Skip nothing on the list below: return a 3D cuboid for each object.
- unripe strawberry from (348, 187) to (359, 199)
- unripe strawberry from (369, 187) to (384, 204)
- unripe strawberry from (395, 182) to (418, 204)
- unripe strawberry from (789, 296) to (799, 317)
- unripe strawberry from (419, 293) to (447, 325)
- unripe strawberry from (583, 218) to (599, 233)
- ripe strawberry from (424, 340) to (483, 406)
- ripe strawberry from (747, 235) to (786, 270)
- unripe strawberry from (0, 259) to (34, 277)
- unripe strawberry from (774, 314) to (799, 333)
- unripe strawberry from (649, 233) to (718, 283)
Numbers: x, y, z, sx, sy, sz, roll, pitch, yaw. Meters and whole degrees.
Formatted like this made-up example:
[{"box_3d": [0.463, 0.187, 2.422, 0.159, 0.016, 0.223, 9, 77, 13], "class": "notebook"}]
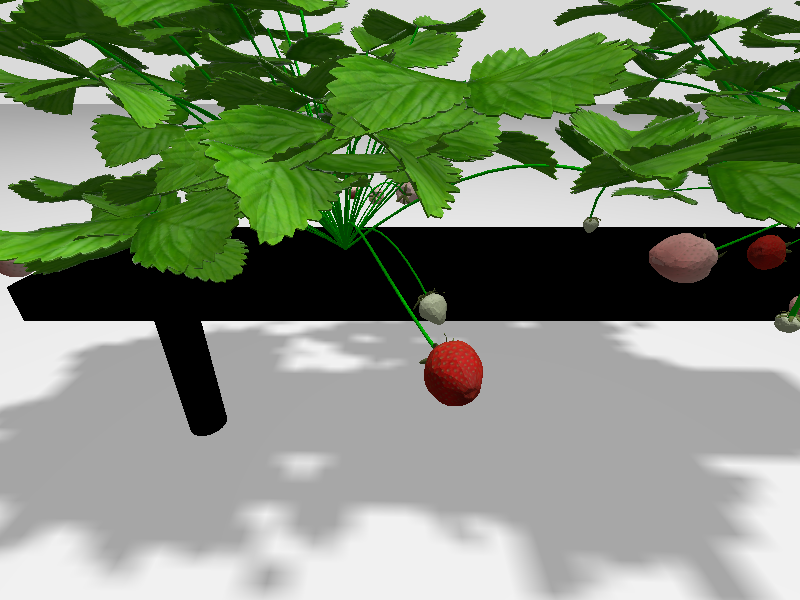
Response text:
[{"box_3d": [-0.064, -0.147, 0.545, 0.018, 0.019, 0.018, -2, 28, -4], "class": "unripe strawberry"}, {"box_3d": [-0.030, -0.133, 0.509, 0.019, 0.022, 0.021, 3, 14, 6], "class": "unripe strawberry"}, {"box_3d": [0.011, -0.137, 0.509, 0.032, 0.029, 0.029, 10, 29, 18], "class": "unripe strawberry"}, {"box_3d": [0.256, 0.006, 0.248, 0.020, 0.020, 0.023, -24, 36, -37], "class": "unripe strawberry"}, {"box_3d": [0.022, 0.007, 0.252, 0.018, 0.020, 0.019, -14, -29, -25], "class": "unripe strawberry"}, {"box_3d": [0.188, -0.073, 0.395, 0.015, 0.015, 0.014, 4, 28, 8], "class": "unripe strawberry"}, {"box_3d": [0.026, 0.035, 0.186, 0.028, 0.030, 0.030, -10, 30, -18], "class": "ripe strawberry"}, {"box_3d": [0.295, -0.038, 0.324, 0.026, 0.028, 0.024, -12, 30, -21], "class": "ripe strawberry"}, {"box_3d": [-0.301, -0.035, 0.312, 0.037, 0.032, 0.037, -7, 29, -11], "class": "unripe strawberry"}, {"box_3d": [0.206, 0.013, 0.213, 0.010, 0.010, 0.011, -22, 35, -35], "class": "unripe strawberry"}, {"box_3d": [0.207, -0.030, 0.298, 0.038, 0.038, 0.042, -11, 30, -18], "class": "unripe strawberry"}]
